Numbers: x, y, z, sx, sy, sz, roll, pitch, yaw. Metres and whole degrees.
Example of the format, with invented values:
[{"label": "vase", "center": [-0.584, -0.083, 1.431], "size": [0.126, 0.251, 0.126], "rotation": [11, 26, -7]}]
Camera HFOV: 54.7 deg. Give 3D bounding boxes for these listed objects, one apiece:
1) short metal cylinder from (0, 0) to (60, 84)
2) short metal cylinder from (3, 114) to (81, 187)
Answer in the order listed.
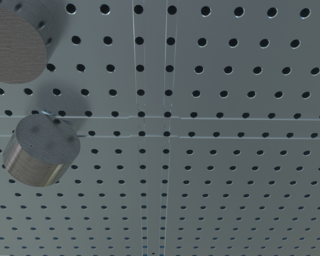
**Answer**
[{"label": "short metal cylinder", "center": [-0.149, -0.092, 0.315], "size": [0.081, 0.050, 0.079], "rotation": [0, 130, 0]}, {"label": "short metal cylinder", "center": [-0.151, 0.028, 0.397], "size": [0.080, 0.080, 0.050], "rotation": [27, 125, -22]}]
